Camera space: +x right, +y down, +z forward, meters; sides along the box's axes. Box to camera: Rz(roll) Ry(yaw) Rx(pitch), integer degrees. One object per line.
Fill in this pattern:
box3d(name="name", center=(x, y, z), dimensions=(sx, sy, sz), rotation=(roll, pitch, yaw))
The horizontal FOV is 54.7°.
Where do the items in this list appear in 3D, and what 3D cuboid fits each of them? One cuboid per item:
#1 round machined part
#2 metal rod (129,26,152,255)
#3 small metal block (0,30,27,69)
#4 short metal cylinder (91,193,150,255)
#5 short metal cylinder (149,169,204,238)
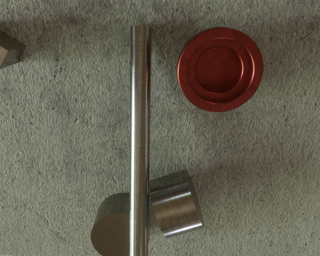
box3d(name="round machined part", center=(0.070, -0.071, 0.375), dimensions=(0.099, 0.042, 0.097), rotation=(0, 110, 0))
box3d(name="metal rod", center=(-0.025, 0.028, 0.388), dimensions=(0.025, 0.025, 0.298), rotation=(1, 98, -1))
box3d(name="small metal block", center=(-0.193, -0.096, 0.359), dimensions=(0.050, 0.050, 0.025), rotation=(32, 107, -11))
box3d(name="short metal cylinder", center=(-0.055, 0.142, 0.448), dimensions=(0.081, 0.050, 0.079), rotation=(0, 110, 0))
box3d(name="short metal cylinder", center=(0.023, 0.101, 0.418), dimensions=(0.050, 0.080, 0.080), rotation=(-19, 109, 6))
